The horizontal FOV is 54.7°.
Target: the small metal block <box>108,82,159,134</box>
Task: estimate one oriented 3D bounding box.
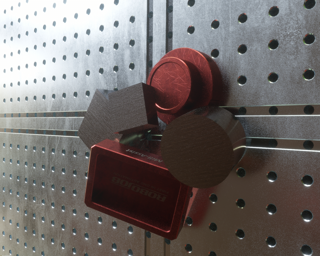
[{"bbox_3d":[-0.033,-0.022,0.376,0.050,0.025,0.050,-14,78,28],"label":"small metal block"}]

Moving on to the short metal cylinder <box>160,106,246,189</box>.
[{"bbox_3d":[0.048,0.019,0.339,0.080,0.050,0.079,8,108,27],"label":"short metal cylinder"}]

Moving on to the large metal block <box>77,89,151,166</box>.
[{"bbox_3d":[-0.065,0.000,0.447,0.080,0.050,0.080,43,116,31],"label":"large metal block"}]

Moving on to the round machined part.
[{"bbox_3d":[0.022,-0.050,0.380,0.098,0.042,0.097,0,90,40],"label":"round machined part"}]

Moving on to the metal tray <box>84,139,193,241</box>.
[{"bbox_3d":[-0.028,0.075,0.392,0.130,0.030,0.089,17,109,16],"label":"metal tray"}]
